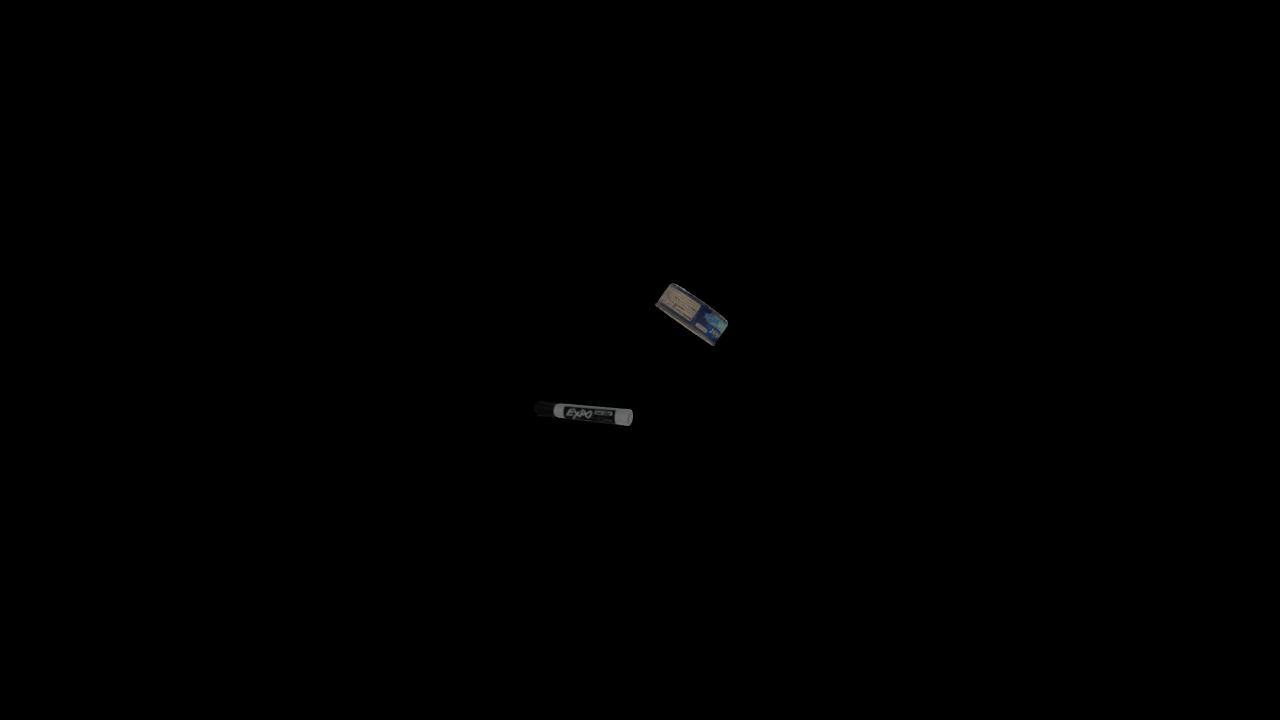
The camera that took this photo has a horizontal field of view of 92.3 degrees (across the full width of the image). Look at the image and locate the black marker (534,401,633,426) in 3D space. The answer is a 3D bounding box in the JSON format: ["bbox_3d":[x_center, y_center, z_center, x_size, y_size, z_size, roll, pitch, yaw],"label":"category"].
[{"bbox_3d":[-0.067,0.060,0.703,0.121,0.020,0.020,4,1,21],"label":"black marker"}]

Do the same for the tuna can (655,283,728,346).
[{"bbox_3d":[0.060,-0.053,0.710,0.084,0.034,0.084,35,4,-3],"label":"tuna can"}]
